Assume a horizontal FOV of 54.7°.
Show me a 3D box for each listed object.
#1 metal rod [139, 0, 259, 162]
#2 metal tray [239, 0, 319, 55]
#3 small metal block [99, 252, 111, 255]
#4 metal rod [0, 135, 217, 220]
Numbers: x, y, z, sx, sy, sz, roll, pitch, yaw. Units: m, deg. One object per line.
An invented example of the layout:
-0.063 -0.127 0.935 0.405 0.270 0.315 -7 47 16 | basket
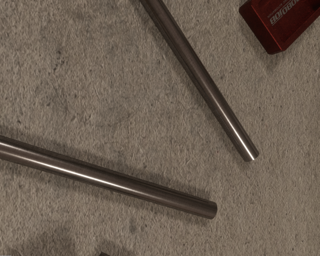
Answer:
0.052 -0.077 0.429 0.025 0.025 0.299 -39 103 -16 | metal rod
0.195 -0.188 0.480 0.130 0.030 0.090 -44 104 -15 | metal tray
-0.063 0.192 0.387 0.050 0.025 0.050 34 79 -17 | small metal block
-0.059 0.066 0.387 0.302 0.025 0.025 21 83 -19 | metal rod
